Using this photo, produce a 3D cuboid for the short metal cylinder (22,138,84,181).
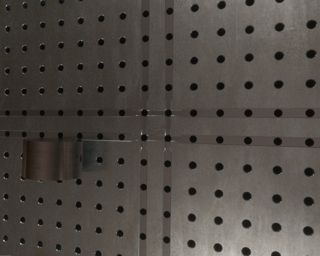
[{"bbox_3d":[-0.149,0.041,0.434,0.080,0.080,0.050,3,91,19],"label":"short metal cylinder"}]
